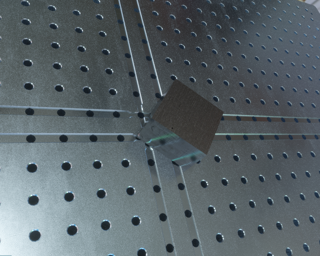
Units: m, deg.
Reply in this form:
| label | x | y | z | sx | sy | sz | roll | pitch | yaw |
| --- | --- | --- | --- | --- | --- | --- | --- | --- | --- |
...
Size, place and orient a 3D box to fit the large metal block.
| label | x | y | z | sx | sy | sz | roll | pitch | yaw |
| --- | --- | --- | --- | --- | --- | --- | --- | --- | --- |
| large metal block | 0.028 | -0.005 | 0.412 | 0.080 | 0.050 | 0.080 | 34 | 51 | -6 |
